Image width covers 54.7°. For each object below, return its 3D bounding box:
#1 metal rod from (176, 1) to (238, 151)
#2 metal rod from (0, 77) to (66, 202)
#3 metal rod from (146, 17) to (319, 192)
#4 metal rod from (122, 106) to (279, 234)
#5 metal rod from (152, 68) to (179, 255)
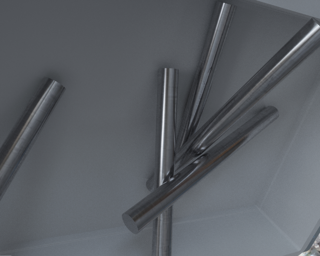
[{"bbox_3d":[0.044,-0.015,0.425,0.025,0.025,0.298,0,119,-29],"label":"metal rod"},{"bbox_3d":[-0.174,0.084,0.290,0.025,0.025,0.299,37,74,-39],"label":"metal rod"},{"bbox_3d":[0.070,-0.003,0.373,0.025,0.025,0.298,12,135,-34],"label":"metal rod"},{"bbox_3d":[0.074,0.037,0.407,0.302,0.025,0.025,-30,132,-36],"label":"metal rod"},{"bbox_3d":[0.005,0.078,0.383,0.025,0.025,0.298,0,94,-29],"label":"metal rod"}]
